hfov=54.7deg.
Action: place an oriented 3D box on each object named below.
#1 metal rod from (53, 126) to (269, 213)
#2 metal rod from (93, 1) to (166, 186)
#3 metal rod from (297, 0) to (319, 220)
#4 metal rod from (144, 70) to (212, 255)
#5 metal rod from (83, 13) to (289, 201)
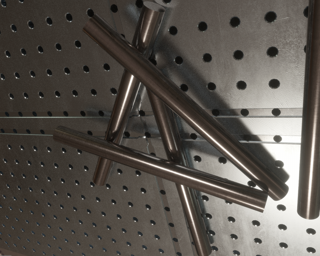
[{"bbox_3d":[-0.013,0.048,0.412,0.301,0.025,0.025,16,125,18],"label":"metal rod"},{"bbox_3d":[-0.053,-0.022,0.423,0.025,0.025,0.298,30,128,8],"label":"metal rod"},{"bbox_3d":[0.157,-0.027,0.311,0.025,0.025,0.298,4,120,26],"label":"metal rod"},{"bbox_3d":[0.031,0.065,0.434,0.025,0.025,0.298,-3,117,29],"label":"metal rod"},{"bbox_3d":[0.037,-0.017,0.359,0.300,0.025,0.025,41,129,-9],"label":"metal rod"}]
